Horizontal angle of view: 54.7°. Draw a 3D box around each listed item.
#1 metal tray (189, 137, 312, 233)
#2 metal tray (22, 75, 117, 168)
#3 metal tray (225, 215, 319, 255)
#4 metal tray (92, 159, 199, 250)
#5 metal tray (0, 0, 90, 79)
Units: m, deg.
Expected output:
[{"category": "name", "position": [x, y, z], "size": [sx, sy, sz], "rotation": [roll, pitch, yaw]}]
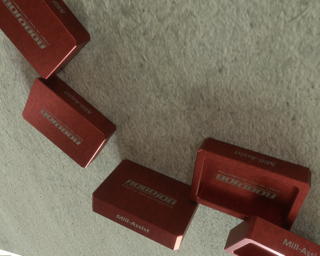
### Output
[{"category": "metal tray", "position": [0.108, 0.073, 0.390], "size": [0.130, 0.030, 0.089], "rotation": [17, 125, 17]}, {"category": "metal tray", "position": [-0.140, -0.010, 0.469], "size": [0.130, 0.030, 0.089], "rotation": [40, 129, 0]}, {"category": "metal tray", "position": [0.158, 0.163, 0.393], "size": [0.130, 0.030, 0.090], "rotation": [25, 149, 6]}, {"category": "metal tray", "position": [-0.017, 0.102, 0.434], "size": [0.130, 0.090, 0.030], "rotation": [21, 126, 15]}, {"category": "metal tray", "position": [-0.163, -0.140, 0.400], "size": [0.090, 0.030, 0.130], "rotation": [-31, 102, 37]}]
